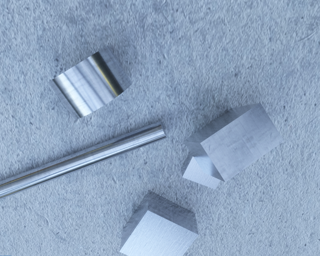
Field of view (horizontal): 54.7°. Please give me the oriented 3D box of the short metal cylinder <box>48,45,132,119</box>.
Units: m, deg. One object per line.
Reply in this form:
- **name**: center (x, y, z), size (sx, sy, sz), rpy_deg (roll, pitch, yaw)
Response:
- **short metal cylinder**: center (-0.080, -0.053, 0.360), size (0.080, 0.080, 0.050), rpy_deg (-29, 108, 10)

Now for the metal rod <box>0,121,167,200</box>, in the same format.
- **metal rod**: center (-0.135, 0.054, 0.428), size (0.301, 0.025, 0.025), rpy_deg (-20, 109, 7)

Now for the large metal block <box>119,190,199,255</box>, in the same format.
- **large metal block**: center (-0.002, 0.151, 0.452), size (0.080, 0.050, 0.080), rpy_deg (29, 107, -10)

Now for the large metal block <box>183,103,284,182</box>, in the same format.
- **large metal block**: center (0.083, 0.016, 0.371), size (0.080, 0.080, 0.050), rpy_deg (-33, 94, -8)

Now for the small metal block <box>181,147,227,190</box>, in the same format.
- **small metal block**: center (0.063, 0.050, 0.429), size (0.050, 0.025, 0.050), rpy_deg (22, 109, -8)
